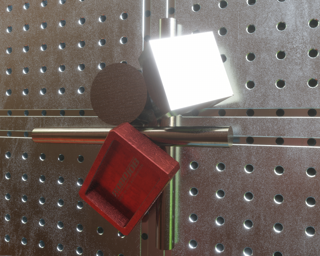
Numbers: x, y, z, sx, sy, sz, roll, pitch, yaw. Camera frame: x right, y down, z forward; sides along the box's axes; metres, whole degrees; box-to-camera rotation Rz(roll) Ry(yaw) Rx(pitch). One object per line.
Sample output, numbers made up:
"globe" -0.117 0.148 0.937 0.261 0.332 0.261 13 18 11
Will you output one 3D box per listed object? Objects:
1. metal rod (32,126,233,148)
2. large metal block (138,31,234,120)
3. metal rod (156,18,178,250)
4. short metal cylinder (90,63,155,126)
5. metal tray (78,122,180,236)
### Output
"metal rod" -0.055 0.011 0.414 0.300 0.025 0.025 0 90 27
"large metal block" 0.029 -0.061 0.368 0.081 0.050 0.080 -15 84 -21
"metal rod" 0.009 0.008 0.409 0.025 0.025 0.298 1 91 20
"short metal cylinder" -0.045 -0.043 0.415 0.080 0.050 0.079 0 90 20
"metal tray" -0.044 0.068 0.398 0.090 0.030 0.129 38 123 10
